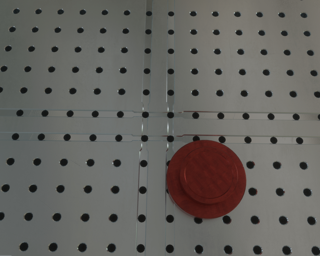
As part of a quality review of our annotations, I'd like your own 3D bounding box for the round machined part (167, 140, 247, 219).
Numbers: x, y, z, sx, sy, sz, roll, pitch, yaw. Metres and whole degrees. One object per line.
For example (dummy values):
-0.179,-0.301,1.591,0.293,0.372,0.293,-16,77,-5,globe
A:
0.057,0.061,0.381,0.099,0.042,0.098,0,70,0,round machined part
